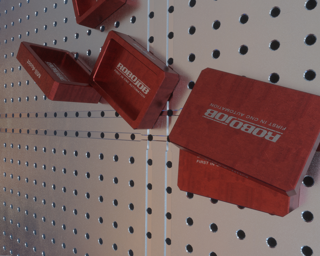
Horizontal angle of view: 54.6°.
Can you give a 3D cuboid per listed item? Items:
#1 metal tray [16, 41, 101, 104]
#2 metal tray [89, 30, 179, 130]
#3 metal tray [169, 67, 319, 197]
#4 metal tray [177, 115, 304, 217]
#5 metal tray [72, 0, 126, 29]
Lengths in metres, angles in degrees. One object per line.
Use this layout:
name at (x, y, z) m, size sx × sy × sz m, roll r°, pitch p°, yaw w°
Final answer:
metal tray at (-0.161, -0.089, 0.501) m, size 0.130 × 0.091 × 0.030 m, roll 44°, pitch 117°, yaw 31°
metal tray at (-0.043, -0.069, 0.442) m, size 0.130 × 0.030 × 0.090 m, roll 44°, pitch 116°, yaw 31°
metal tray at (0.084, -0.001, 0.306) m, size 0.130 × 0.030 × 0.090 m, roll 23°, pitch 82°, yaw 32°
metal tray at (0.082, 0.035, 0.339) m, size 0.130 × 0.030 × 0.089 m, roll 6°, pitch 94°, yaw 40°
metal tray at (-0.106, -0.239, 0.494) m, size 0.090 × 0.030 × 0.129 m, roll -22°, pitch 76°, yaw 38°
